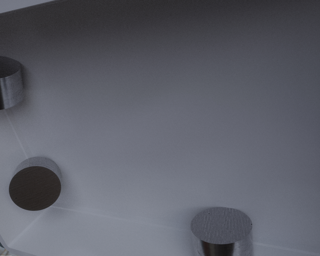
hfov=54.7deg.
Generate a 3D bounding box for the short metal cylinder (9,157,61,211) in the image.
[{"bbox_3d":[-0.214,0.095,0.537,0.081,0.050,0.079,-4,104,-17],"label":"short metal cylinder"}]

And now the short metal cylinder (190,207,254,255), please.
[{"bbox_3d":[0.084,0.151,0.417,0.080,0.080,0.050,1,109,28],"label":"short metal cylinder"}]

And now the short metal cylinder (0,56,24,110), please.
[{"bbox_3d":[-0.249,-0.068,0.462,0.080,0.080,0.050,21,126,16],"label":"short metal cylinder"}]
